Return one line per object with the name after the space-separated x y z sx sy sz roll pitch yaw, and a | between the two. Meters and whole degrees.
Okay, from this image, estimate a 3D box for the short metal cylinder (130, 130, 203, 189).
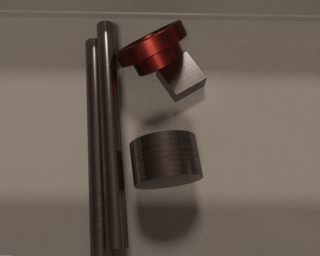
0.007 0.040 0.366 0.081 0.080 0.050 -7 71 -3 | short metal cylinder

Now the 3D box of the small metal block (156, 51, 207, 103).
0.029 -0.072 0.436 0.050 0.025 0.050 -30 73 -11 | small metal block

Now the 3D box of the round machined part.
-0.008 -0.104 0.419 0.098 0.098 0.042 -31 109 -11 | round machined part

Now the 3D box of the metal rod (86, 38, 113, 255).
-0.081 0.015 0.402 0.025 0.025 0.299 -5 70 -2 | metal rod

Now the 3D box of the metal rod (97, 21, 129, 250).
-0.063 -0.006 0.393 0.025 0.025 0.299 -5 70 -2 | metal rod
